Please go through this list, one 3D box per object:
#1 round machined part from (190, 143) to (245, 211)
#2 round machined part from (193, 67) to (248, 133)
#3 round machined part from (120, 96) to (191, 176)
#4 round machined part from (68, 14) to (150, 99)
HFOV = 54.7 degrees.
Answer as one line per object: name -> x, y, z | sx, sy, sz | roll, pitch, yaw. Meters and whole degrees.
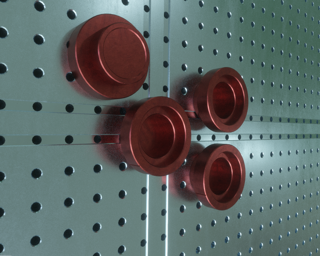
round machined part -> 0.084, 0.072, 0.471 | 0.099, 0.042, 0.097 | 0, 90, -40
round machined part -> 0.090, -0.042, 0.476 | 0.099, 0.042, 0.097 | 0, 90, -40
round machined part -> -0.010, 0.010, 0.392 | 0.099, 0.042, 0.097 | 0, 90, -40
round machined part -> -0.051, -0.082, 0.357 | 0.099, 0.042, 0.097 | 0, 90, -40
